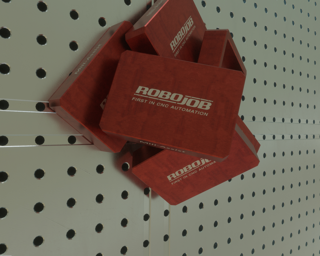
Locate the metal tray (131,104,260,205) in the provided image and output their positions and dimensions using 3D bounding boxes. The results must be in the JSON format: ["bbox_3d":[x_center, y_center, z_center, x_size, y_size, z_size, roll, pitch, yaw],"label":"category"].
[{"bbox_3d":[0.042,0.038,0.381,0.090,0.130,0.030,46,24,-30],"label":"metal tray"}]

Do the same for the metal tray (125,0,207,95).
[{"bbox_3d":[0.018,-0.114,0.395,0.090,0.030,0.130,56,44,-29],"label":"metal tray"}]

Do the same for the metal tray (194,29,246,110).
[{"bbox_3d":[0.090,-0.070,0.448,0.130,0.030,0.090,33,68,-59],"label":"metal tray"}]

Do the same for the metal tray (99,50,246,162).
[{"bbox_3d":[0.013,-0.024,0.321,0.030,0.130,0.090,67,37,-75],"label":"metal tray"}]

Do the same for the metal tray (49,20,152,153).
[{"bbox_3d":[-0.052,-0.048,0.361,0.090,0.030,0.130,47,62,-31],"label":"metal tray"}]

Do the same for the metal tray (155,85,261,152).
[{"bbox_3d":[0.065,-0.003,0.418,0.130,0.090,0.030,46,63,-31],"label":"metal tray"}]
